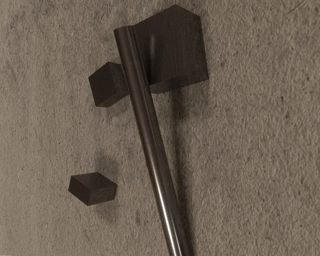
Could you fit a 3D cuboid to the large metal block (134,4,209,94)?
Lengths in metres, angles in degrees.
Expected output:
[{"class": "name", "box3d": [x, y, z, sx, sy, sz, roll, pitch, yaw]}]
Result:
[{"class": "large metal block", "box3d": [0.008, -0.091, 0.381, 0.080, 0.050, 0.080, -11, 83, 39]}]

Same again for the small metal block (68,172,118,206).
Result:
[{"class": "small metal block", "box3d": [-0.102, 0.091, 0.470, 0.050, 0.050, 0.025, 23, 105, 37]}]

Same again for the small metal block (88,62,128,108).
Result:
[{"class": "small metal block", "box3d": [-0.078, -0.064, 0.467, 0.050, 0.025, 0.050, -27, 73, 36]}]

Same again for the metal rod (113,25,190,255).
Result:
[{"class": "metal rod", "box3d": [-0.006, 0.032, 0.366, 0.025, 0.025, 0.298, -9, 97, 39]}]
